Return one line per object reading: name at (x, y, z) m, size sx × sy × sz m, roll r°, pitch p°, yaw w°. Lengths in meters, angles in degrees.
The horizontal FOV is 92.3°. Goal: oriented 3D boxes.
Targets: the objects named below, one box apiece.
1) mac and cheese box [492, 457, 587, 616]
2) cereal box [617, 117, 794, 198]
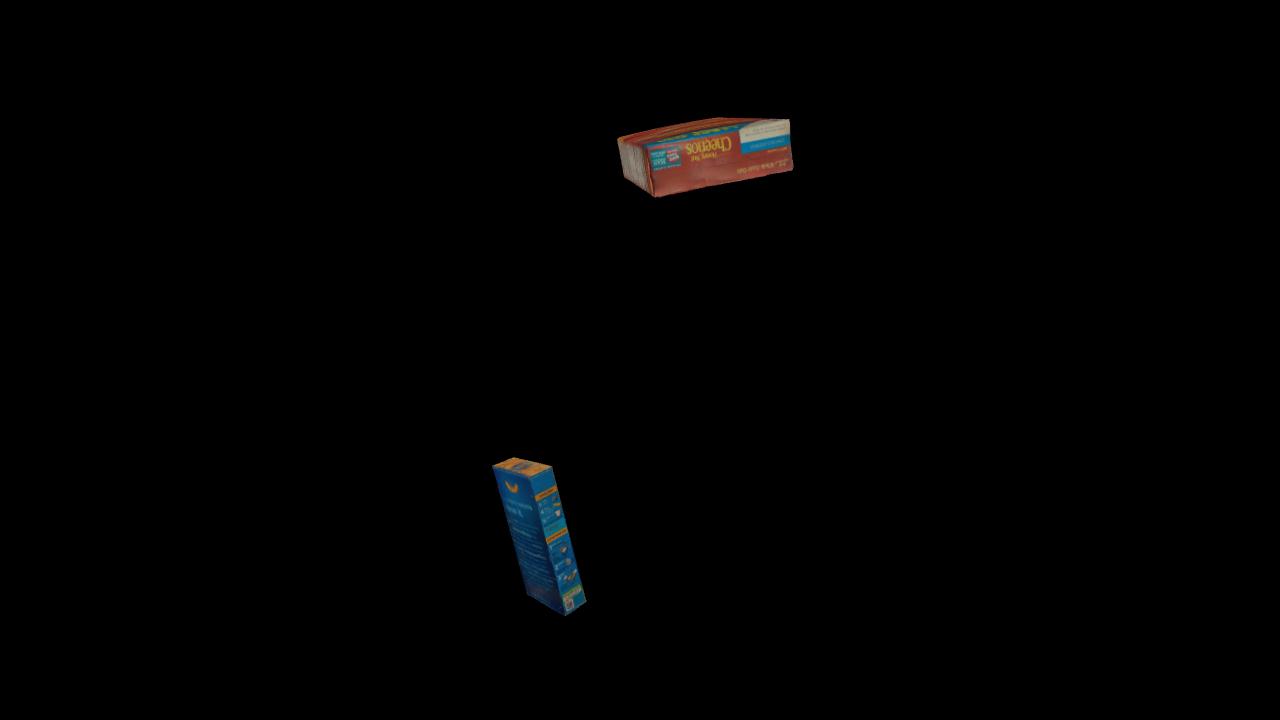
mac and cheese box at (-0.127, 0.218, 0.772) m, size 0.041 × 0.184 × 0.093 m, roll -21°, pitch 15°, yaw -38°
cereal box at (0.086, -0.325, 0.960) m, size 0.203 × 0.081 × 0.306 m, roll -13°, pitch 22°, yaw -4°
